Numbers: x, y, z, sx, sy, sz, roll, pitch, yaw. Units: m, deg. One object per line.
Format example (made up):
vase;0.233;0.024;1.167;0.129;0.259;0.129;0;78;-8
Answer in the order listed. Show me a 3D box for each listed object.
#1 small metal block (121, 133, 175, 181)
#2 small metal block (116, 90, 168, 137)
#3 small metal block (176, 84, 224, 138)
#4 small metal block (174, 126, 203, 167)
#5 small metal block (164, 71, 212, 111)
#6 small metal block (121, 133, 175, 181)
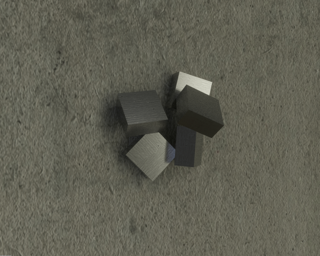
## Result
small metal block;-0.013;0.033;0.407;0.050;0.025;0.050;-47;105;-14
small metal block;-0.024;-0.019;0.389;0.050;0.025;0.050;-8;55;-21
small metal block;0.049;-0.021;0.389;0.050;0.025;0.050;23;39;-19
small metal block;0.039;0.024;0.410;0.025;0.050;0.050;4;88;18
small metal block;0.039;-0.045;0.426;0.050;0.025;0.050;15;85;-20
small metal block;-0.013;0.033;0.407;0.050;0.025;0.050;-47;105;-14
